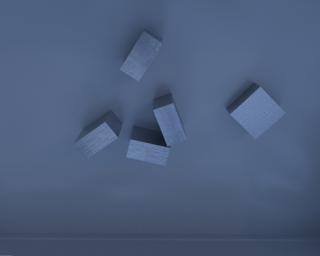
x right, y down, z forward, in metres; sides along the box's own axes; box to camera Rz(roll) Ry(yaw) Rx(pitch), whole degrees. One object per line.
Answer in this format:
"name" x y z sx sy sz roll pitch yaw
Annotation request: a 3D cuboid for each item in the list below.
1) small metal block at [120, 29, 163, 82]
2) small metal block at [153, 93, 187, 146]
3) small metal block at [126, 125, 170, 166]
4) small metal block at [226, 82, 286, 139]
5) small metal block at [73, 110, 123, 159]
"small metal block" -0.021 -0.087 0.366 0.025 0.050 0.050 32 107 -11
"small metal block" 0.012 -0.012 0.394 0.025 0.050 0.050 -19 109 7
"small metal block" -0.015 0.022 0.406 0.050 0.050 0.025 13 110 -5
"small metal block" 0.125 -0.022 0.405 0.050 0.025 0.050 42 104 -14
"small metal block" -0.078 0.007 0.400 0.050 0.050 0.025 -34 107 11
